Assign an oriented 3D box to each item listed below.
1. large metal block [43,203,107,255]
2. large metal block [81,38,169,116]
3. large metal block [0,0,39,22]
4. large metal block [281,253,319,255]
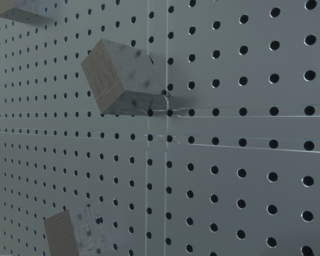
[{"bbox_3d":[-0.142,0.177,0.512,0.080,0.050,0.080,-29,72,36],"label":"large metal block"},{"bbox_3d":[-0.046,-0.064,0.413,0.050,0.081,0.080,-39,66,33],"label":"large metal block"},{"bbox_3d":[-0.294,-0.272,0.638,0.080,0.050,0.080,1,91,40],"label":"large metal block"},{"bbox_3d":[0.115,0.153,0.279,0.080,0.081,0.050,-25,75,37],"label":"large metal block"}]
